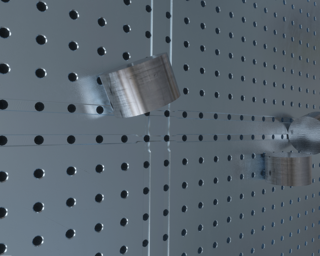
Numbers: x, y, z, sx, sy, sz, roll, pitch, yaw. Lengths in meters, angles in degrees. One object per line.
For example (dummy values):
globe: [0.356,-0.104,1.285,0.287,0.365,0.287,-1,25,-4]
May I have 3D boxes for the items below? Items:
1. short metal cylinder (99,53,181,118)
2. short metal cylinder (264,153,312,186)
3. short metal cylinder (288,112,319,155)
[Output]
short metal cylinder: [-0.022,-0.050,0.354,0.081,0.080,0.050,-30,109,-36]
short metal cylinder: [0.235,0.074,0.570,0.081,0.080,0.050,-3,92,-40]
short metal cylinder: [0.315,0.010,0.637,0.050,0.080,0.079,-17,101,-39]
